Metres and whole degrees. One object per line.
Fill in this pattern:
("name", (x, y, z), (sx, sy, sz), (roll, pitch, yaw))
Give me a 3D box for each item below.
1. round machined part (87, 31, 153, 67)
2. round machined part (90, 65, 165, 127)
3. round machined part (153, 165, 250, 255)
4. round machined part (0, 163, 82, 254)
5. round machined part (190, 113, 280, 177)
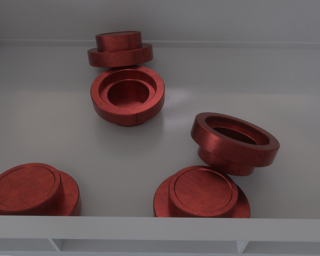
("round machined part", (-0.061, -0.122, 0.470), (0.099, 0.042, 0.098), (-4, 22, 2))
("round machined part", (-0.043, -0.040, 0.427), (0.099, 0.042, 0.098), (0, 50, 0))
("round machined part", (0.042, 0.076, 0.316), (0.099, 0.042, 0.098), (1, 37, 0))
("round machined part", (-0.133, 0.073, 0.316), (0.099, 0.042, 0.098), (1, 34, 0))
("round machined part", (0.082, 0.020, 0.359), (0.099, 0.042, 0.098), (14, 21, -5))
